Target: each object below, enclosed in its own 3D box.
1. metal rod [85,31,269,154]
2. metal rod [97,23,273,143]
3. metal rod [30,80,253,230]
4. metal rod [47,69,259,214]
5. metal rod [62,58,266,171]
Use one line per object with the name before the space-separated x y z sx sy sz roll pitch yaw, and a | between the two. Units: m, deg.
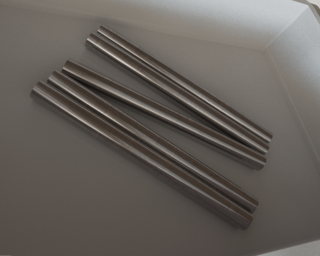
metal rod | 0.030 -0.045 0.447 0.301 0.025 0.025 32 52 -8
metal rod | 0.041 -0.061 0.463 0.301 0.025 0.025 32 52 -8
metal rod | -0.016 0.036 0.373 0.301 0.025 0.025 33 51 -7
metal rod | -0.004 0.021 0.389 0.301 0.025 0.025 33 51 -7
metal rod | 0.014 -0.013 0.419 0.301 0.025 0.025 26 53 -12
